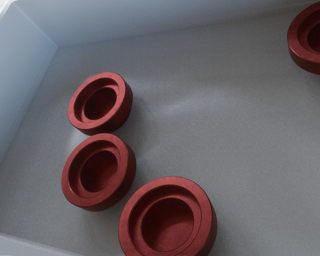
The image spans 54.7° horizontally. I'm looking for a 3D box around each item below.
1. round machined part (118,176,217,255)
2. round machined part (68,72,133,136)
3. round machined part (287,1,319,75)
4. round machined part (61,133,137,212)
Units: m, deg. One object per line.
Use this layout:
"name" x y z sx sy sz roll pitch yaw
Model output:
"round machined part" 0.011 0.103 0.319 0.098 0.042 0.098 -13 47 15
"round machined part" -0.083 -0.031 0.457 0.098 0.042 0.098 -13 56 21
"round machined part" 0.199 -0.098 0.351 0.098 0.042 0.098 -13 56 21
"round machined part" -0.073 0.059 0.397 0.098 0.042 0.098 -13 56 21
